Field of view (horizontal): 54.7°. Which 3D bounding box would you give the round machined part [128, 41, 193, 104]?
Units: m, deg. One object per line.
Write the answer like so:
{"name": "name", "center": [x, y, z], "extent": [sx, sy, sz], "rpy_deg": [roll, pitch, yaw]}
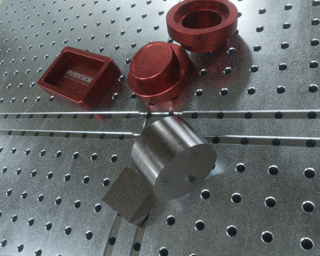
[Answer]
{"name": "round machined part", "center": [-0.005, -0.087, 0.452], "extent": [0.098, 0.042, 0.098], "rpy_deg": [-13, 56, 20]}

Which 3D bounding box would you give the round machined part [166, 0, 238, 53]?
{"name": "round machined part", "center": [0.060, -0.144, 0.441], "extent": [0.099, 0.042, 0.098], "rpy_deg": [-5, 49, 6]}

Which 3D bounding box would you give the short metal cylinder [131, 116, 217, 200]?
{"name": "short metal cylinder", "center": [0.015, 0.033, 0.343], "extent": [0.080, 0.080, 0.050], "rpy_deg": [-41, 51, 0]}

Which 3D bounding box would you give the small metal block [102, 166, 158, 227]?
{"name": "small metal block", "center": [-0.033, 0.082, 0.374], "extent": [0.050, 0.025, 0.050], "rpy_deg": [27, 76, 37]}

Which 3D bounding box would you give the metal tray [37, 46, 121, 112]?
{"name": "metal tray", "center": [-0.141, -0.087, 0.529], "extent": [0.130, 0.030, 0.090], "rpy_deg": [23, 73, 35]}
